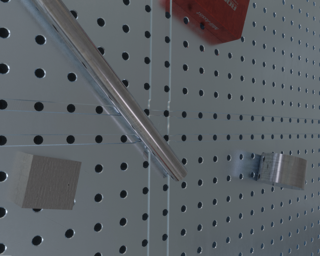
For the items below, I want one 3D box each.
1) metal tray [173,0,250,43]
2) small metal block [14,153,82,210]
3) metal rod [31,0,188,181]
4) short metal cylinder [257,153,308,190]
[{"bbox_3d":[0.084,-0.203,0.476,0.131,0.030,0.090,25,74,-37],"label":"metal tray"},{"bbox_3d":[-0.113,0.055,0.315,0.050,0.025,0.050,15,80,-39],"label":"small metal block"},{"bbox_3d":[-0.052,-0.043,0.366,0.025,0.025,0.300,-51,120,-28],"label":"metal rod"},{"bbox_3d":[0.221,0.079,0.559,0.080,0.080,0.050,22,76,-38],"label":"short metal cylinder"}]
